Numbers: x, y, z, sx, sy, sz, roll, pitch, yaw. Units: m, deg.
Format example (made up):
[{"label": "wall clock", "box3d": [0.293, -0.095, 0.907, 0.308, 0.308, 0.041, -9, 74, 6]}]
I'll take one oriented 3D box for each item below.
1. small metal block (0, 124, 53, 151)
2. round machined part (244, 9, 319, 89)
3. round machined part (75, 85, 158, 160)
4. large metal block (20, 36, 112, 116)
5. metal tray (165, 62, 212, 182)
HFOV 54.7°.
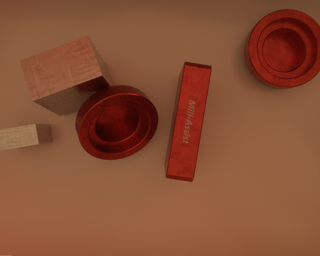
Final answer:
[{"label": "small metal block", "box3d": [-0.173, 0.011, 0.397, 0.050, 0.050, 0.025, -9, 90, 0]}, {"label": "round machined part", "box3d": [0.159, -0.099, 0.405, 0.099, 0.042, 0.097, 0, 90, -1]}, {"label": "round machined part", "box3d": [-0.056, -0.010, 0.385, 0.099, 0.042, 0.097, -15, 131, -18]}, {"label": "large metal block", "box3d": [-0.106, -0.059, 0.379, 0.080, 0.080, 0.050, -21, 80, 0]}, {"label": "metal tray", "box3d": [0.031, -0.007, 0.379, 0.030, 0.090, 0.129, 9, 90, 0]}]
